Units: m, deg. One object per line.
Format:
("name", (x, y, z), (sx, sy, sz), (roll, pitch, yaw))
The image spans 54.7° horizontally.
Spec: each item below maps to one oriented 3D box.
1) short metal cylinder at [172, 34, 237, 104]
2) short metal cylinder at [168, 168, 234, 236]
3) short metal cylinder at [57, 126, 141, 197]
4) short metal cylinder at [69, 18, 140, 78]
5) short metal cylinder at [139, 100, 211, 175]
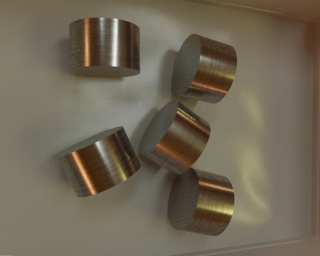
("short metal cylinder", (0.055, -0.076, 0.403), (0.050, 0.080, 0.080), (12, 86, -20))
("short metal cylinder", (0.051, 0.095, 0.402), (0.050, 0.080, 0.080), (17, 84, -20))
("short metal cylinder", (-0.069, 0.037, 0.356), (0.081, 0.080, 0.050), (-26, 99, -18))
("short metal cylinder", (-0.063, -0.089, 0.358), (0.081, 0.080, 0.050), (-1, 91, -20))
("short metal cylinder", (0.017, 0.011, 0.389), (0.050, 0.080, 0.080), (34, 79, -17))
